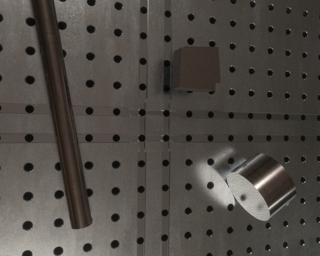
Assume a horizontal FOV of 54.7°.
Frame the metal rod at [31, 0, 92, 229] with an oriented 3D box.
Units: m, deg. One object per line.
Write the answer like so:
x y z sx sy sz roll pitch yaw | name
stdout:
-0.118 -0.029 0.369 0.025 0.025 0.298 -10 94 -20 | metal rod

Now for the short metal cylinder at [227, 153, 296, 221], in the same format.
0.141 0.083 0.438 0.050 0.080 0.080 -32 101 -17 | short metal cylinder

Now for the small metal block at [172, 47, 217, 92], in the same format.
0.045 -0.074 0.404 0.050 0.025 0.050 3 89 -20 | small metal block

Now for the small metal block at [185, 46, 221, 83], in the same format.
0.055 -0.086 0.434 0.050 0.025 0.050 -5 92 -20 | small metal block
